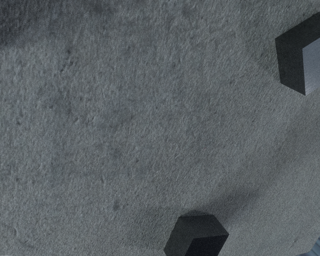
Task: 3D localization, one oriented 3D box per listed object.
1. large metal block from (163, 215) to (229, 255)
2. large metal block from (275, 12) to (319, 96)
[{"bbox_3d":[0.064,0.206,0.556,0.081,0.050,0.079,7,115,-32],"label":"large metal block"},{"bbox_3d":[0.220,-0.107,0.447,0.080,0.050,0.080,-32,129,-8],"label":"large metal block"}]
